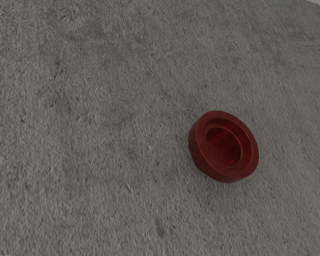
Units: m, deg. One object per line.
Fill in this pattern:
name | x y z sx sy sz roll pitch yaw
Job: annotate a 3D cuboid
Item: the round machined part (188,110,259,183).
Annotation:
round machined part | 0.081 0.028 0.419 0.099 0.042 0.098 14 56 -21
